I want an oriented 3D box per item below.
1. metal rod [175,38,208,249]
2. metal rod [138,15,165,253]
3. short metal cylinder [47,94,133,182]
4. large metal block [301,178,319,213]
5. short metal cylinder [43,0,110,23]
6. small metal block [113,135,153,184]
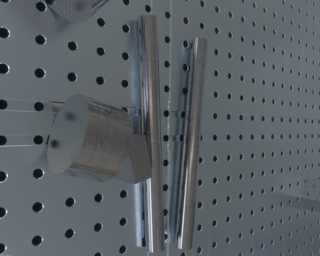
[{"bbox_3d":[0.046,0.019,0.447,0.025,0.025,0.298,8,85,-40],"label":"metal rod"},{"bbox_3d":[-0.011,0.008,0.400,0.025,0.025,0.298,-3,92,-40],"label":"metal rod"},{"bbox_3d":[-0.072,0.011,0.314,0.050,0.080,0.080,20,77,-38],"label":"short metal cylinder"},{"bbox_3d":[0.377,0.156,0.691,0.080,0.080,0.050,40,66,-33],"label":"large metal block"},{"bbox_3d":[-0.083,-0.152,0.303,0.080,0.080,0.050,52,60,-28],"label":"short metal cylinder"},{"bbox_3d":[-0.038,0.034,0.362,0.025,0.050,0.050,-16,100,-39],"label":"small metal block"}]
